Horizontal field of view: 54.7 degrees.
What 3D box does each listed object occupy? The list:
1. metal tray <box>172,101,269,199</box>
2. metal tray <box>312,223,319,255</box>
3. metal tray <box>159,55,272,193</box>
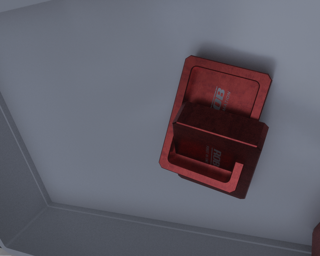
[{"bbox_3d":[0.065,0.031,0.357,0.090,0.030,0.129,17,149,17],"label":"metal tray"},{"bbox_3d":[0.207,0.111,0.326,0.030,0.090,0.129,25,127,12],"label":"metal tray"},{"bbox_3d":[0.059,-0.005,0.340,0.090,0.030,0.129,18,104,17],"label":"metal tray"}]
